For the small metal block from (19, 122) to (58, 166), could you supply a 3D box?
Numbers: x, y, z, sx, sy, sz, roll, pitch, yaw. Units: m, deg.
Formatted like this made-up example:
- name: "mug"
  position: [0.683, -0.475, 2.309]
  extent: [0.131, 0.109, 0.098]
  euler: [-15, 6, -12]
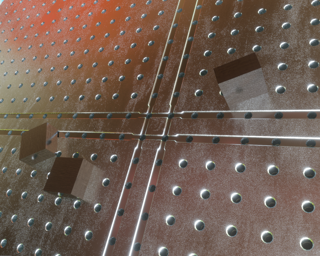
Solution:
- name: "small metal block"
  position: [-0.192, 0.025, 0.491]
  extent: [0.050, 0.025, 0.050]
  euler: [-22, 54, 14]

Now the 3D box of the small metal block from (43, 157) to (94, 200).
- name: "small metal block"
  position: [-0.126, 0.069, 0.430]
  extent: [0.050, 0.025, 0.050]
  euler: [0, 62, 28]

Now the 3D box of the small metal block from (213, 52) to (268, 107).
- name: "small metal block"
  position: [0.098, -0.057, 0.375]
  extent: [0.050, 0.050, 0.025]
  euler: [-20, 54, 16]
